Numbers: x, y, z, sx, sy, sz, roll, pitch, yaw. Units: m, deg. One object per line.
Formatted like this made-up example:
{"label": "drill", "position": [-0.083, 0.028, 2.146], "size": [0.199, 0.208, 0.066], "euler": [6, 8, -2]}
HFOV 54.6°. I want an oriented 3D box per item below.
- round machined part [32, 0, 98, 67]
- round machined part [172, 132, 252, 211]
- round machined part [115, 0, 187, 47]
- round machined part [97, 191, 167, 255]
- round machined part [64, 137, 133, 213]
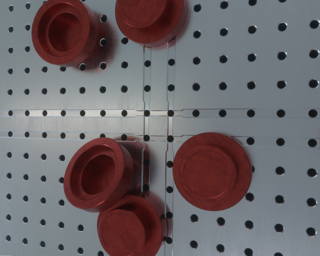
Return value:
{"label": "round machined part", "position": [-0.133, -0.137, 0.451], "size": [0.098, 0.042, 0.097], "euler": [0, 90, 20]}
{"label": "round machined part", "position": [0.062, 0.054, 0.382], "size": [0.098, 0.042, 0.097], "euler": [0, 90, 20]}
{"label": "round machined part", "position": [-0.017, -0.161, 0.410], "size": [0.098, 0.042, 0.097], "euler": [0, 90, 20]}
{"label": "round machined part", "position": [-0.043, 0.138, 0.419], "size": [0.098, 0.042, 0.097], "euler": [0, 90, 20]}
{"label": "round machined part", "position": [-0.078, 0.065, 0.417], "size": [0.098, 0.042, 0.098], "euler": [-15, 56, 23]}
